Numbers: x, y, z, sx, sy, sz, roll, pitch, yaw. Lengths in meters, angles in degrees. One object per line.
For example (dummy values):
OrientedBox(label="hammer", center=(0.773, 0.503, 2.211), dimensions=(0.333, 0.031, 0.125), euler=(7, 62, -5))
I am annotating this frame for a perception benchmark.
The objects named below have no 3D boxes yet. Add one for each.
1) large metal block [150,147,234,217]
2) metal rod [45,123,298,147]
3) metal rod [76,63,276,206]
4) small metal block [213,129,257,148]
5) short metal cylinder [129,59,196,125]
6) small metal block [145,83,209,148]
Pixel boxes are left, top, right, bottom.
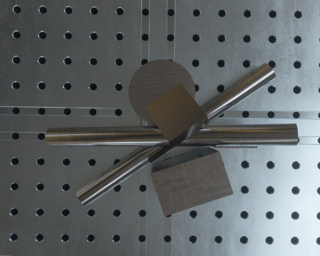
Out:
OrientedBox(label="large metal block", center=(0.035, 0.061, 0.382), dimensions=(0.080, 0.080, 0.050), euler=(-18, 90, 0))
OrientedBox(label="metal rod", center=(0.003, 0.010, 0.375), dimensions=(0.301, 0.025, 0.025), euler=(-1, 90, 13))
OrientedBox(label="metal rod", center=(0.021, 0.009, 0.411), dimensions=(0.301, 0.025, 0.025), euler=(-34, 90, 0))
OrientedBox(label="small metal block", center=(0.093, 0.012, 0.398), dimensions=(0.050, 0.050, 0.025), euler=(0, 90, 1))
OrientedBox(label="short metal cylinder", center=(0.003, -0.043, 0.397), dimensions=(0.081, 0.050, 0.079), euler=(0, 89, 0))
OrientedBox(label="small metal block", center=(0.019, -0.014, 0.352), dimensions=(0.050, 0.025, 0.050), euler=(-35, 68, 0))
